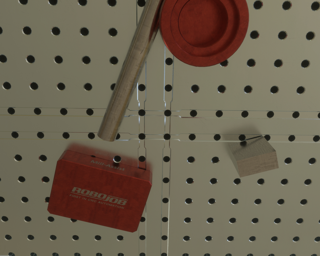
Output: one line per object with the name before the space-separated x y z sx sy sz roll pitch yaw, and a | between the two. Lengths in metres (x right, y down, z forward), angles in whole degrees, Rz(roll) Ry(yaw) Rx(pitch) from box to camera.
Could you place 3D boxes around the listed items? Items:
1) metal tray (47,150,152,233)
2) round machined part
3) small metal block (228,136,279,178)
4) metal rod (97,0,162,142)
metal tray | -0.085 0.092 0.444 0.131 0.030 0.089 15 109 -6
round machined part | 0.047 -0.123 0.357 0.099 0.042 0.097 -2 112 -5
small metal block | 0.124 0.038 0.416 0.050 0.050 0.025 -15 110 5
metal rod | -0.015 -0.118 0.369 0.025 0.025 0.298 21 109 -8
